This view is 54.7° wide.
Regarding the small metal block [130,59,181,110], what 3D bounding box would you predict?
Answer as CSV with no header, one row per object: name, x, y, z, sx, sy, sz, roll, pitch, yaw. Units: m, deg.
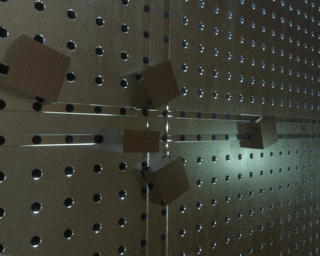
small metal block,-0.005,-0.057,0.407,0.050,0.025,0.050,-32,110,-36

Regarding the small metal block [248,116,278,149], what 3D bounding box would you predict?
small metal block,0.191,0.008,0.573,0.050,0.025,0.050,-19,102,-39

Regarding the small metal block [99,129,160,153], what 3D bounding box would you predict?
small metal block,-0.036,0.015,0.365,0.050,0.050,0.025,4,88,-40

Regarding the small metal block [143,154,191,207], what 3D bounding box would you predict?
small metal block,0.010,0.070,0.420,0.050,0.025,0.050,-27,107,-37

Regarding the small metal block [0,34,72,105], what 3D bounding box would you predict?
small metal block,-0.123,-0.056,0.307,0.050,0.025,0.050,24,75,-38
